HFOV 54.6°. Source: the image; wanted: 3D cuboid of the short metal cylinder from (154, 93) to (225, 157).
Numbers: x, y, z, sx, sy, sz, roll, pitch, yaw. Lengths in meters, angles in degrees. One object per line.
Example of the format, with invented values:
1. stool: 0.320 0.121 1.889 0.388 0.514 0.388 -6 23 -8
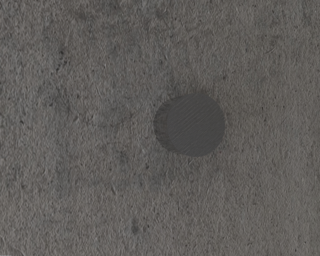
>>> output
1. short metal cylinder: 0.038 -0.004 0.409 0.081 0.050 0.080 0 90 -20
